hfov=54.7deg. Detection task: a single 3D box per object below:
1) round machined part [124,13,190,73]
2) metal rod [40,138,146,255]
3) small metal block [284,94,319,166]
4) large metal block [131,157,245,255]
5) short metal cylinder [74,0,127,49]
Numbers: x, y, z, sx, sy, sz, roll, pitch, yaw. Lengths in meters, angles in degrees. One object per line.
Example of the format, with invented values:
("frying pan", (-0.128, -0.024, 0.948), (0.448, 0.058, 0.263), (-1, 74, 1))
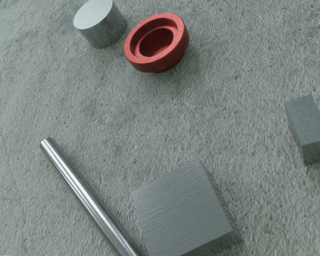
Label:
("round machined part", (-0.002, -0.122, 0.468), (0.098, 0.042, 0.098), (-13, 56, 20))
("metal rod", (-0.080, 0.099, 0.383), (0.025, 0.025, 0.300), (-47, 52, -5))
("small metal block", (0.147, 0.003, 0.309), (0.025, 0.050, 0.050), (-18, 55, 17))
("large metal block", (0.027, 0.090, 0.318), (0.080, 0.050, 0.080), (-29, 52, 9))
("short metal cylinder", (-0.107, -0.191, 0.559), (0.080, 0.050, 0.080), (-13, 56, 20))
